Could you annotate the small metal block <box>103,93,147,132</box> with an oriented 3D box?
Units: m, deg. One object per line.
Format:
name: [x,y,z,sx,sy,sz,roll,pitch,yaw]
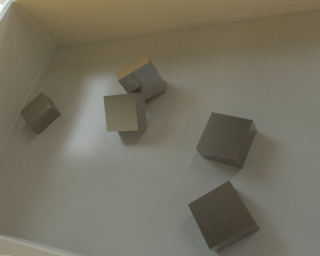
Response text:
small metal block: [-0.048,-0.022,0.429,0.050,0.025,0.050,-3,95,27]

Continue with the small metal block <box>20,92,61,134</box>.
small metal block: [-0.204,-0.026,0.529,0.050,0.025,0.050,-43,51,-2]

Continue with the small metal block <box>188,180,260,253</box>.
small metal block: [0.065,0.090,0.316,0.050,0.025,0.050,-32,52,7]

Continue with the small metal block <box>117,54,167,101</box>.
small metal block: [-0.026,-0.068,0.442,0.050,0.050,0.025,-28,38,10]

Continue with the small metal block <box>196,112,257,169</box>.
small metal block: [0.077,0.013,0.357,0.050,0.025,0.050,14,69,34]
